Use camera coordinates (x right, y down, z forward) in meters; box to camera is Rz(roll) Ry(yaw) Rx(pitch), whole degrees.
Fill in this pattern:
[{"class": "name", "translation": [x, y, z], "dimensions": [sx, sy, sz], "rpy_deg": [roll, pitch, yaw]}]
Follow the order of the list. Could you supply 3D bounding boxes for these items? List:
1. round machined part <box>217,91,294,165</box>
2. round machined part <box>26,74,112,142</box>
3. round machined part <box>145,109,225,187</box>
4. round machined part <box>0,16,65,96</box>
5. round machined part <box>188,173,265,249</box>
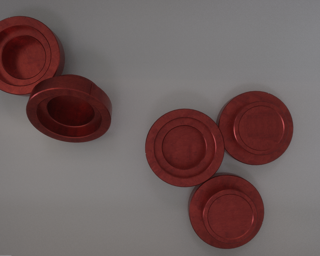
[{"class": "round machined part", "translation": [0.126, 0.000, 0.404], "dimensions": [0.099, 0.042, 0.097], "rpy_deg": [0, 90, 0]}, {"class": "round machined part", "translation": [-0.109, -0.028, 0.384], "dimensions": [0.099, 0.097, 0.042], "rpy_deg": [-2, 50, 0]}, {"class": "round machined part", "translation": [0.031, 0.025, 0.403], "dimensions": [0.099, 0.042, 0.097], "rpy_deg": [0, 90, 0]}, {"class": "round machined part", "translation": [-0.172, -0.090, 0.401], "dimensions": [0.099, 0.042, 0.097], "rpy_deg": [0, 90, 0]}, {"class": "round machined part", "translation": [0.087, 0.110, 0.403], "dimensions": [0.099, 0.042, 0.097], "rpy_deg": [0, 90, 0]}]
